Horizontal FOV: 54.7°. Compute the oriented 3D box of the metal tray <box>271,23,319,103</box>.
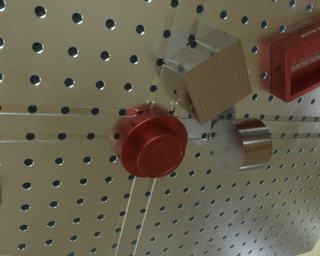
[{"bbox_3d":[0.231,-0.105,0.468,0.131,0.030,0.090,-26,128,-12],"label":"metal tray"}]

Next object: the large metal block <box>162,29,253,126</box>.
[{"bbox_3d":[0.061,-0.064,0.389,0.080,0.050,0.080,-33,129,-7],"label":"large metal block"}]

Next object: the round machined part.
[{"bbox_3d":[-0.005,0.028,0.414,0.099,0.042,0.097,-14,124,-21],"label":"round machined part"}]

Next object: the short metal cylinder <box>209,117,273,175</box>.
[{"bbox_3d":[0.116,0.026,0.455,0.050,0.080,0.079,-5,121,-26],"label":"short metal cylinder"}]
